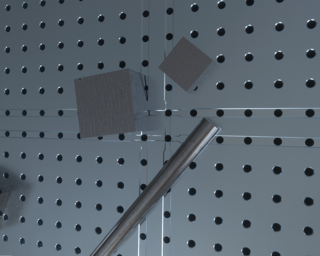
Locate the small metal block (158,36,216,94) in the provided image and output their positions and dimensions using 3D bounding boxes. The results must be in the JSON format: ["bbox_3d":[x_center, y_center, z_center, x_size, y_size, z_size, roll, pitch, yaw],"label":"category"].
[{"bbox_3d":[0.035,-0.080,0.400,0.050,0.025,0.050,43,103,14],"label":"small metal block"}]

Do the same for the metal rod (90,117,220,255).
[{"bbox_3d":[-0.026,0.108,0.420,0.025,0.025,0.299,42,103,15],"label":"metal rod"}]

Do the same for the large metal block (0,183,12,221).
[{"bbox_3d":[-0.302,0.122,0.503,0.080,0.050,0.080,27,99,17],"label":"large metal block"}]

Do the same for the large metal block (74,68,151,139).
[{"bbox_3d":[-0.064,-0.030,0.421,0.080,0.050,0.080,-7,88,19],"label":"large metal block"}]
